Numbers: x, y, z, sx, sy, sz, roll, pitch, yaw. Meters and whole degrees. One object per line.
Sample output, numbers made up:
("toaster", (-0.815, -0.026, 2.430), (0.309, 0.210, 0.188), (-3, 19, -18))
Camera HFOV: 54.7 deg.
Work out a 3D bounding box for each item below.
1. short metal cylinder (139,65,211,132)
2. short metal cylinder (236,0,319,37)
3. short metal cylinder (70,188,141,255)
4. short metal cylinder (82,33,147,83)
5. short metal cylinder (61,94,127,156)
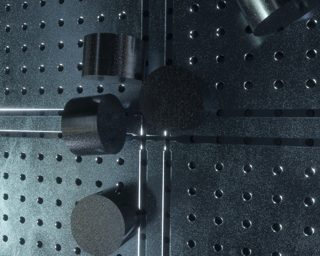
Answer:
("short metal cylinder", (0.020, -0.035, 0.391), (0.080, 0.050, 0.079), (0, 90, 19))
("short metal cylinder", (0.129, -0.145, 0.338), (0.080, 0.080, 0.050), (-27, 81, 18))
("short metal cylinder", (-0.073, 0.126, 0.424), (0.080, 0.050, 0.079), (0, 90, 19))
("short metal cylinder", (-0.059, -0.088, 0.403), (0.080, 0.080, 0.050), (5, 92, 19))
("short metal cylinder", (-0.085, -0.003, 0.412), (0.050, 0.080, 0.080), (-4, 89, 20))
